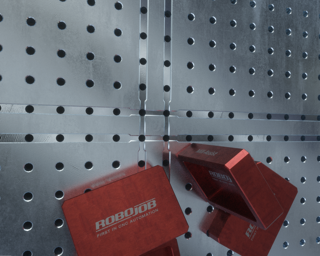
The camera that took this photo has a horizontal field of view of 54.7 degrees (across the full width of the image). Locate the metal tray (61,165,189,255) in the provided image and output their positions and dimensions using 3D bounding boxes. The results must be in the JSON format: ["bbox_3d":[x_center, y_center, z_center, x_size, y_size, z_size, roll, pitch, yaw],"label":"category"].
[{"bbox_3d":[-0.042,0.110,0.379,0.131,0.030,0.090,-19,75,-19],"label":"metal tray"}]

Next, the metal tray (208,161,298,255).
[{"bbox_3d":[0.141,0.125,0.464,0.090,0.030,0.130,34,79,-17],"label":"metal tray"}]

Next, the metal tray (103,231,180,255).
[{"bbox_3d":[-0.034,0.199,0.398,0.131,0.030,0.089,-14,95,-20],"label":"metal tray"}]

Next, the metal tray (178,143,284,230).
[{"bbox_3d":[0.081,0.066,0.388,0.030,0.130,0.090,-37,102,-16],"label":"metal tray"}]
